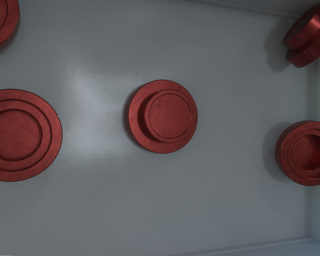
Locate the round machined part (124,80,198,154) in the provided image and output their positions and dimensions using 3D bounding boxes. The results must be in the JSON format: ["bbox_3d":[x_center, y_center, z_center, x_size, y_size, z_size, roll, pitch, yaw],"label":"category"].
[{"bbox_3d":[0.006,-0.015,0.405,0.099,0.042,0.097,0,90,-21],"label":"round machined part"}]

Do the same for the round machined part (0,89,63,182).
[{"bbox_3d":[-0.160,0.007,0.342,0.099,0.042,0.097,0,90,-21],"label":"round machined part"}]

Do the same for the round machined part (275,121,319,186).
[{"bbox_3d":[0.225,0.036,0.476,0.099,0.042,0.097,0,97,-1],"label":"round machined part"}]

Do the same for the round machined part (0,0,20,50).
[{"bbox_3d":[-0.202,-0.123,0.327,0.099,0.042,0.097,0,90,-21],"label":"round machined part"}]

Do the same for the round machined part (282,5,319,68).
[{"bbox_3d":[0.222,-0.140,0.457,0.042,0.098,0.098,37,78,-5],"label":"round machined part"}]
